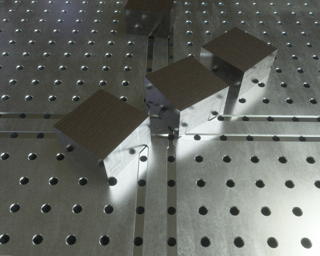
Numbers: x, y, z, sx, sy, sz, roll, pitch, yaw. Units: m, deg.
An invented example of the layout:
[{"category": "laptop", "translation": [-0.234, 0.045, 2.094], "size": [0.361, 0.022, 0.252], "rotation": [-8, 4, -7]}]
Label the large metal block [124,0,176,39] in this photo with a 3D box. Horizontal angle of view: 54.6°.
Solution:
[{"category": "large metal block", "translation": [-0.015, -0.213, 0.571], "size": [0.080, 0.050, 0.080], "rotation": [8, 51, 7]}]

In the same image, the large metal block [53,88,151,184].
[{"category": "large metal block", "translation": [-0.068, 0.007, 0.385], "size": [0.080, 0.050, 0.080], "rotation": [30, 56, 22]}]

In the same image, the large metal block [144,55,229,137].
[{"category": "large metal block", "translation": [0.035, -0.047, 0.431], "size": [0.080, 0.050, 0.080], "rotation": [-28, 56, -22]}]

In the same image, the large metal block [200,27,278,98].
[{"category": "large metal block", "translation": [0.118, -0.103, 0.479], "size": [0.080, 0.050, 0.080], "rotation": [-35, 58, -26]}]
